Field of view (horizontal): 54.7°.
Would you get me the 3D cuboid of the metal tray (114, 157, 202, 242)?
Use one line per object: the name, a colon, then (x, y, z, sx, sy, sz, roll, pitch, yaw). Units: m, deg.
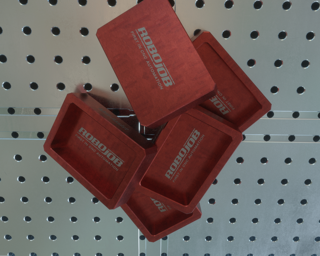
metal tray: (-0.011, 0.093, 0.445, 0.090, 0.030, 0.130, -31, 108, 10)

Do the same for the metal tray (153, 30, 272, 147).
metal tray: (0.065, -0.046, 0.394, 0.090, 0.030, 0.130, -42, 106, 13)

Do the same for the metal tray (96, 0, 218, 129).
metal tray: (-0.005, -0.075, 0.351, 0.090, 0.030, 0.130, -29, 78, 9)

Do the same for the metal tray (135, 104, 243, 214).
metal tray: (0.031, 0.037, 0.393, 0.090, 0.030, 0.129, 27, 108, -10)

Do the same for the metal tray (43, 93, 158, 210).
metal tray: (-0.078, 0.026, 0.386, 0.130, 0.030, 0.089, 36, 108, 19)
